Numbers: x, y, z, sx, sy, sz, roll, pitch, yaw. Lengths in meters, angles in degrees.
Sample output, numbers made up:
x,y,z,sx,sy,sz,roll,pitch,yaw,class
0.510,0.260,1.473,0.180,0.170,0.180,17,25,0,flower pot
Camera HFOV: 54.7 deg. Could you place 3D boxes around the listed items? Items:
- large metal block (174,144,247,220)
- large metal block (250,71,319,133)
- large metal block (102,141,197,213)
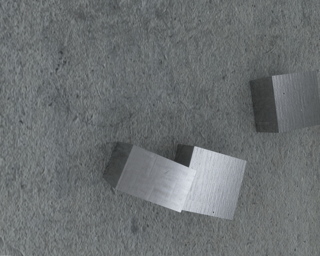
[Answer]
x,y,z,sx,sy,sz,roll,pitch,yaw,class
0.060,0.071,0.418,0.081,0.050,0.080,17,84,-19,large metal block
0.189,-0.039,0.465,0.081,0.050,0.080,-10,93,-20,large metal block
-0.016,0.056,0.374,0.080,0.080,0.050,24,82,-19,large metal block
